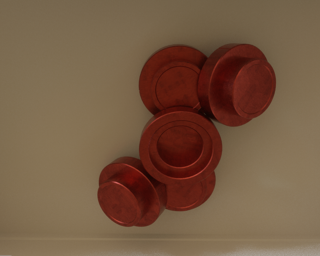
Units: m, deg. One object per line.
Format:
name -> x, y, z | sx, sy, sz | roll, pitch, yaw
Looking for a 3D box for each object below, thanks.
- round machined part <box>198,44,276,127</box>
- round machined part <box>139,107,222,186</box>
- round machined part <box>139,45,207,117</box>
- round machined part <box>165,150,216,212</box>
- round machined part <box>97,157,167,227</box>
round machined part -> 0.096, -0.048, 0.361 | 0.099, 0.042, 0.097 | -10, 110, -29
round machined part -> 0.024, 0.020, 0.385 | 0.099, 0.042, 0.097 | 0, 110, -1
round machined part -> 0.023, -0.051, 0.382 | 0.099, 0.042, 0.097 | 0, 110, -1
round machined part -> 0.028, 0.075, 0.429 | 0.099, 0.042, 0.097 | 0, 110, -1
round machined part -> -0.043, 0.091, 0.411 | 0.098, 0.042, 0.097 | 13, 117, 26
